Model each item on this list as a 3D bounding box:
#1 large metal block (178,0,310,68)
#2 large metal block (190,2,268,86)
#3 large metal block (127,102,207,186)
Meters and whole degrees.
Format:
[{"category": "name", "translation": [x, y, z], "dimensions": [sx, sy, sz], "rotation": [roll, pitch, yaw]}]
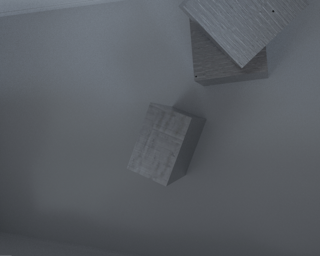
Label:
[{"category": "large metal block", "translation": [0.077, -0.119, 0.299], "dimensions": [0.080, 0.050, 0.080], "rotation": [41, 105, -16]}, {"category": "large metal block", "translation": [0.083, -0.097, 0.368], "dimensions": [0.080, 0.050, 0.080], "rotation": [-5, 89, 19]}, {"category": "large metal block", "translation": [0.012, 0.017, 0.376], "dimensions": [0.050, 0.080, 0.080], "rotation": [22, 97, 18]}]
